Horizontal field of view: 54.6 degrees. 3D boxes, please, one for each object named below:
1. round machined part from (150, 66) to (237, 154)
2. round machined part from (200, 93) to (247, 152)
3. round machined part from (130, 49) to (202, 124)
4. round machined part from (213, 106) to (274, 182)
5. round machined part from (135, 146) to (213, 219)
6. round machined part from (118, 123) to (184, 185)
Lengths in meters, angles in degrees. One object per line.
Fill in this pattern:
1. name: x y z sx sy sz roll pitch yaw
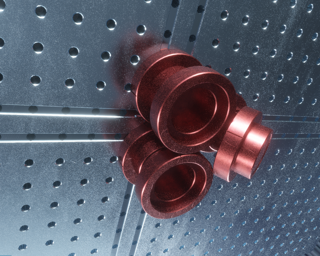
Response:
1. round machined part: 0.033 -0.023 0.348 0.099 0.042 0.097 -14 124 -21
2. round machined part: 0.086 -0.006 0.443 0.099 0.042 0.097 -14 124 -21
3. round machined part: 0.017 -0.044 0.383 0.099 0.042 0.097 -14 124 -21
4. round machined part: 0.109 0.025 0.392 0.098 0.042 0.097 -45 150 -36
5. round machined part: 0.014 0.063 0.391 0.099 0.042 0.097 -14 124 -21
6. round machined part: -0.004 0.043 0.424 0.099 0.042 0.097 -14 124 -21
